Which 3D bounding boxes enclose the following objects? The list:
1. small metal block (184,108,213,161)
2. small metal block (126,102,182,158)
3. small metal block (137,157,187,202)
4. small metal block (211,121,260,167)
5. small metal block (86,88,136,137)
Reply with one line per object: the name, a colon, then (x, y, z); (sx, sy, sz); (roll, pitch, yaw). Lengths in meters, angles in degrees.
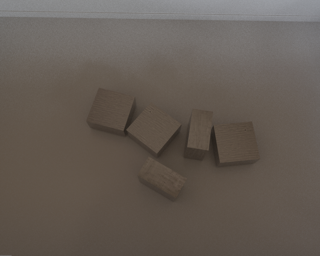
small metal block: (0.048, 0.009, 0.392); (0.025, 0.050, 0.050); (9, 70, 2)
small metal block: (-0.008, 0.003, 0.406); (0.050, 0.025, 0.050); (37, 74, 12)
small metal block: (0.002, 0.063, 0.371); (0.050, 0.050, 0.025); (29, 74, 9)
small metal block: (0.096, 0.021, 0.401); (0.050, 0.025, 0.050); (-5, 70, -3)
small metal block: (-0.064, -0.021, 0.414); (0.050, 0.025, 0.050); (14, 71, 5)
